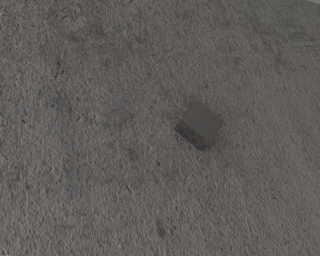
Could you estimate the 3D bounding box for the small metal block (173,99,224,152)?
[{"bbox_3d":[0.055,-0.004,0.435,0.050,0.025,0.050,39,51,-2],"label":"small metal block"}]
